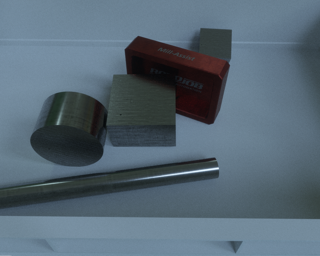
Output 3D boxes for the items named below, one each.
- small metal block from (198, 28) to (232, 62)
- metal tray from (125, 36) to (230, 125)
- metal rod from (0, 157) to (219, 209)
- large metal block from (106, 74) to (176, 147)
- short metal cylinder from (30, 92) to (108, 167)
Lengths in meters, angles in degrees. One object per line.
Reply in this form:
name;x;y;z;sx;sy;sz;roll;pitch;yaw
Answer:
small metal block;0.089;-0.133;0.504;0.050;0.025;0.050;4;79;2
metal tray;0.020;-0.063;0.415;0.130;0.089;0.030;20;53;15
metal rod;-0.083;0.065;0.349;0.302;0.025;0.025;-7;51;-6
large metal block;-0.020;-0.023;0.400;0.080;0.050;0.080;0;57;3
short metal cylinder;-0.104;0.003;0.366;0.081;0.080;0.050;1;50;0
